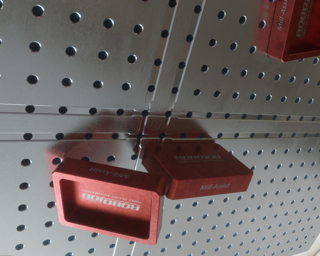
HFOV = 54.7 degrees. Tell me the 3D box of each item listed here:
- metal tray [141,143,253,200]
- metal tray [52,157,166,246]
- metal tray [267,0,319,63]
[{"bbox_3d":[0.051,0.055,0.432,0.131,0.090,0.030,1,115,-29],"label":"metal tray"},{"bbox_3d":[-0.062,0.091,0.383,0.131,0.030,0.089,9,121,9],"label":"metal tray"},{"bbox_3d":[0.201,-0.161,0.420,0.091,0.030,0.129,-13,124,-21],"label":"metal tray"}]
